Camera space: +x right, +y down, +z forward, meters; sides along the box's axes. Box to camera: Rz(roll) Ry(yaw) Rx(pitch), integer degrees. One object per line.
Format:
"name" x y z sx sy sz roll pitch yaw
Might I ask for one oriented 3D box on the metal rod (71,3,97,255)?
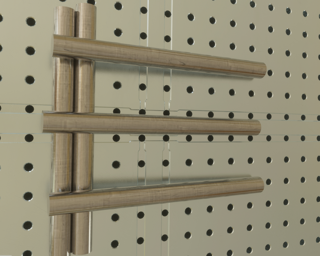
"metal rod" -0.093 0.001 0.378 0.025 0.025 0.298 1 90 -20

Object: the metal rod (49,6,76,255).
"metal rod" -0.117 0.008 0.369 0.025 0.025 0.298 1 90 -20

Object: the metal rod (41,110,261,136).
"metal rod" 0.009 -0.004 0.401 0.303 0.025 0.025 1 90 -26

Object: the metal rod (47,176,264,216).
"metal rod" 0.014 0.085 0.404 0.303 0.025 0.025 1 90 -26

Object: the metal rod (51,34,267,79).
"metal rod" 0.018 -0.089 0.405 0.303 0.025 0.025 1 90 -26
